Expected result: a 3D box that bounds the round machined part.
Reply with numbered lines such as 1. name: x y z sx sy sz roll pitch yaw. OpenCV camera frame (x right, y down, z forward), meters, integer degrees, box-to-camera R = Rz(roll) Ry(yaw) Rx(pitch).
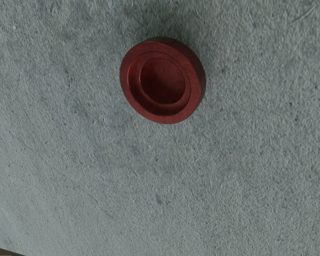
1. round machined part: 0.006 -0.057 0.358 0.098 0.042 0.097 13 124 21
